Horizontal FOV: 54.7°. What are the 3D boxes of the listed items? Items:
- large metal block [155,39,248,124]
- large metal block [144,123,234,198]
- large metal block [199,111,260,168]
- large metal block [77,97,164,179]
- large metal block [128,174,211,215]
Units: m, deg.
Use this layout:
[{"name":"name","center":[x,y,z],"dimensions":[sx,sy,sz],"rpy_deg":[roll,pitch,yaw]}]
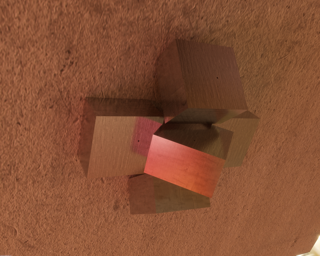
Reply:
[{"name":"large metal block","center":[0.047,-0.051,0.361],"dimensions":[0.081,0.080,0.050],"rpy_deg":[0,162,-28]},{"name":"large metal block","center":[0.037,0.028,0.369],"dimensions":[0.080,0.080,0.050],"rpy_deg":[19,116,11]},{"name":"large metal block","center":[0.083,0.010,0.442],"dimensions":[0.081,0.050,0.079],"rpy_deg":[0,119,-29]},{"name":"large metal block","center":[-0.049,0.010,0.373],"dimensions":[0.081,0.050,0.079],"rpy_deg":[-1,119,-29]},{"name":"large metal block","center":[0.010,0.089,0.427],"dimensions":[0.081,0.080,0.050],"rpy_deg":[2,75,-29]}]
